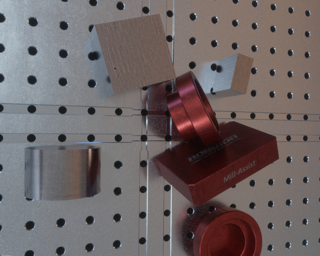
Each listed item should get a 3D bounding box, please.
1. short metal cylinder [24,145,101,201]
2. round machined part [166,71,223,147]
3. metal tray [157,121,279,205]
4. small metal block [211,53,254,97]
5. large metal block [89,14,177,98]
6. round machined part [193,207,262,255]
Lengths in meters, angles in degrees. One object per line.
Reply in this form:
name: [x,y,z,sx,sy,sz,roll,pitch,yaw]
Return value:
short metal cylinder: [-0.107,0.046,0.344,0.081,0.080,0.050,0,90,-20]
round machined part: [0.041,-0.020,0.397,0.042,0.098,0.098,-25,100,14]
metal tray: [0.074,0.039,0.402,0.131,0.090,0.030,-25,115,-18]
small metal block: [0.101,-0.073,0.436,0.025,0.050,0.050,15,85,-20]
large metal block: [-0.035,-0.088,0.386,0.081,0.050,0.080,-17,96,-19]
round machined part: [0.091,0.160,0.437,0.099,0.042,0.097,0,90,-20]
